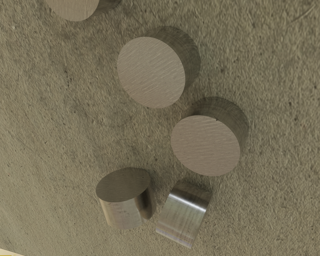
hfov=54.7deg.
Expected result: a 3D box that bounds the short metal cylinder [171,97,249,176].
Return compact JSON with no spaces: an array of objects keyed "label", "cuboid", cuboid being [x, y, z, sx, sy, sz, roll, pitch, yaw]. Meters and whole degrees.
[{"label":"short metal cylinder","cuboid":[0.060,0.010,0.365,0.080,0.050,0.079,13,124,21]}]

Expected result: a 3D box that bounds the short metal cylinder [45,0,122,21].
[{"label":"short metal cylinder","cuboid":[-0.084,-0.162,0.335,0.080,0.050,0.079,13,124,21]}]

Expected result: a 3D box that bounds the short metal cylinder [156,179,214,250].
[{"label":"short metal cylinder","cuboid":[0.035,0.117,0.425,0.050,0.080,0.079,22,127,15]}]

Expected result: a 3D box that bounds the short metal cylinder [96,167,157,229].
[{"label":"short metal cylinder","cuboid":[-0.049,0.103,0.461,0.080,0.080,0.050,3,120,26]}]

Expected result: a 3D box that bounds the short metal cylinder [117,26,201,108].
[{"label":"short metal cylinder","cuboid":[0.000,-0.069,0.348,0.080,0.050,0.079,13,124,21]}]
